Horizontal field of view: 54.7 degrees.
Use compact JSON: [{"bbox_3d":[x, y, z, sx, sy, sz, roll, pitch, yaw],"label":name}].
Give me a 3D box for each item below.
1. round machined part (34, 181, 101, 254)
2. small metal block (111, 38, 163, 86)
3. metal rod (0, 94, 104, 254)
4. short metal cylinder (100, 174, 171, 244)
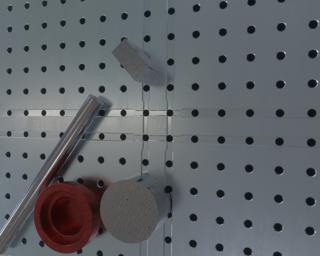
[{"bbox_3d":[-0.128,0.125,0.449,0.098,0.042,0.097,0,90,20],"label":"round machined part"},{"bbox_3d":[-0.029,-0.086,0.410,0.025,0.050,0.050,-43,77,15],"label":"small metal block"},{"bbox_3d":[-0.177,0.077,0.474,0.025,0.025,0.299,39,102,15],"label":"metal rod"},{"bbox_3d":[-0.031,0.104,0.410,0.080,0.050,0.079,0,90,20],"label":"short metal cylinder"}]
